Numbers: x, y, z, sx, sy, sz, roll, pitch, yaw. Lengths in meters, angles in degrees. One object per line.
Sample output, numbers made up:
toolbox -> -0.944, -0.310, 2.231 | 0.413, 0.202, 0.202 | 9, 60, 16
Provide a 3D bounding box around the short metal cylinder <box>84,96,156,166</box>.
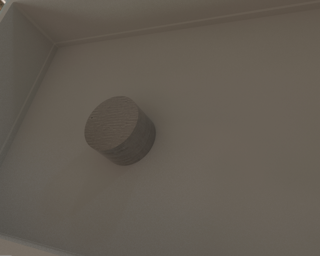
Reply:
short metal cylinder -> -0.053, 0.004, 0.416 | 0.080, 0.050, 0.080 | -13, 56, 21
